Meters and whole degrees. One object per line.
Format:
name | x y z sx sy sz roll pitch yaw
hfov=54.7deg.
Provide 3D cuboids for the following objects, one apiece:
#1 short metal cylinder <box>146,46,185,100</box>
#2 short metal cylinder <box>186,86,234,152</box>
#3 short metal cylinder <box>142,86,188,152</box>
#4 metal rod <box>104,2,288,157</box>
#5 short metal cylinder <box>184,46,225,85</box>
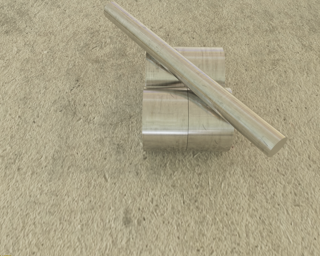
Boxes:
short metal cylinder | 0.007 -0.073 0.430 0.050 0.080 0.080 1 50 0
short metal cylinder | 0.057 -0.011 0.379 0.050 0.080 0.080 1 50 0
short metal cylinder | 0.006 -0.011 0.378 0.050 0.080 0.080 1 50 0
metal rod | 0.020 -0.075 0.364 0.025 0.025 0.300 -29 56 -22
short metal cylinder | 0.058 -0.072 0.430 0.050 0.080 0.080 1 50 0
